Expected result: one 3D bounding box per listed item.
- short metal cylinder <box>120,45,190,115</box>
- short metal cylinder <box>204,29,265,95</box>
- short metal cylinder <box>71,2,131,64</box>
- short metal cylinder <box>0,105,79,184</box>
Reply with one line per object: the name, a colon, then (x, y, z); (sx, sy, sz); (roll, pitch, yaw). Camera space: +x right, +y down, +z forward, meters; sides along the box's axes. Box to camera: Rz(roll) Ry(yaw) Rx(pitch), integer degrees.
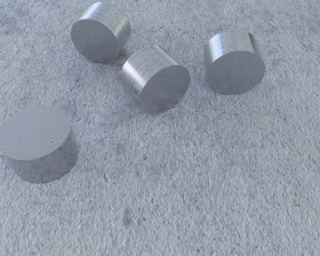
short metal cylinder: (-0.006, -0.065, 0.422); (0.081, 0.080, 0.050); (-26, 55, -21)
short metal cylinder: (0.105, -0.094, 0.447); (0.081, 0.080, 0.050); (0, 50, 0)
short metal cylinder: (-0.093, -0.150, 0.493); (0.080, 0.080, 0.050); (13, 51, 10)
short metal cylinder: (-0.143, 0.019, 0.370); (0.080, 0.050, 0.080); (0, 50, 0)
